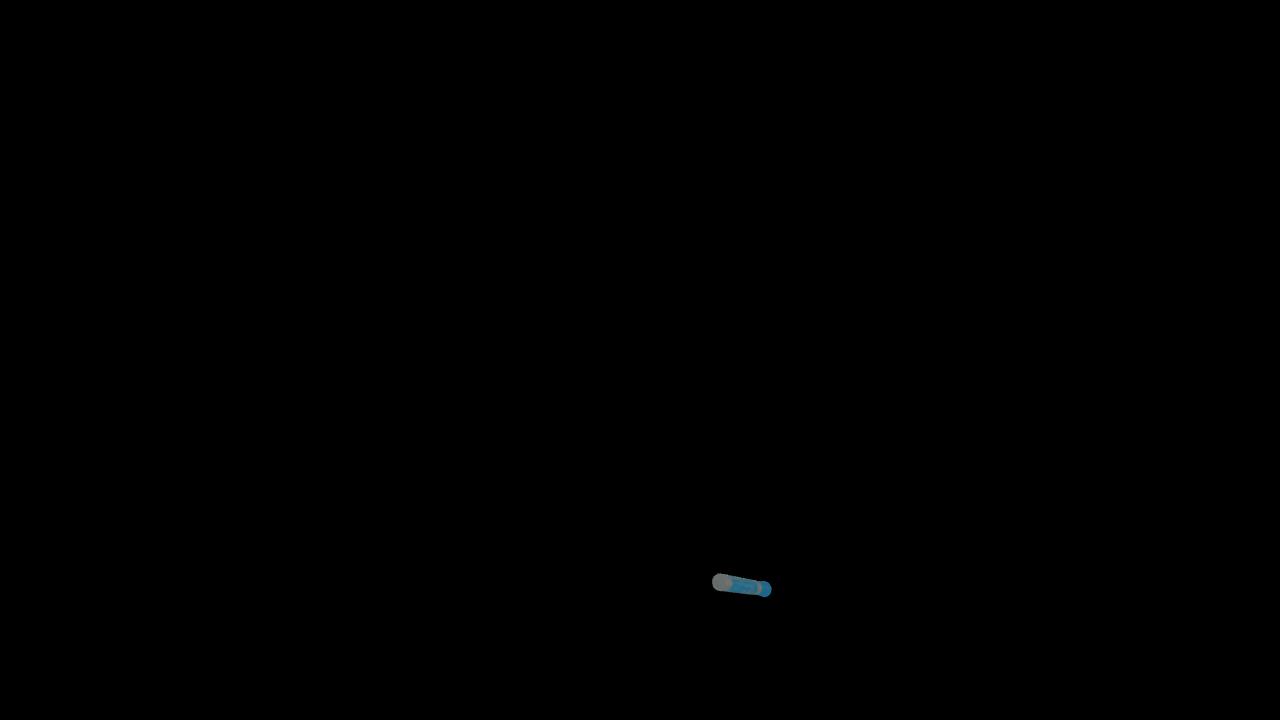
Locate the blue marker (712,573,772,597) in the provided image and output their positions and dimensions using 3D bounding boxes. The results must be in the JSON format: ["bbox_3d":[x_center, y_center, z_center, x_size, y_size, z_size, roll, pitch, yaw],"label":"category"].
[{"bbox_3d":[0.126,0.273,0.742,0.020,0.020,0.121,0,-20,40],"label":"blue marker"}]
